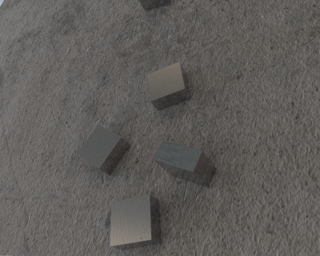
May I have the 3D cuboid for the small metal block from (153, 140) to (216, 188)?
[{"bbox_3d":[0.029,0.040,0.348,0.050,0.050,0.025,13,69,33],"label":"small metal block"}]

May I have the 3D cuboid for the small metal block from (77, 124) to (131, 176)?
[{"bbox_3d":[-0.077,0.029,0.426,0.050,0.025,0.050,25,75,36],"label":"small metal block"}]

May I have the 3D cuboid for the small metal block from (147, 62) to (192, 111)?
[{"bbox_3d":[0.012,-0.058,0.433,0.050,0.025,0.050,-19,54,17],"label":"small metal block"}]

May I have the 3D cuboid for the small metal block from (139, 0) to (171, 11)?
[{"bbox_3d":[-0.005,-0.243,0.556,0.050,0.025,0.050,-1,61,27],"label":"small metal block"}]

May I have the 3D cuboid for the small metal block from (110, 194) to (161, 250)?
[{"bbox_3d":[-0.028,0.107,0.353,0.050,0.025,0.050,-16,55,19],"label":"small metal block"}]
